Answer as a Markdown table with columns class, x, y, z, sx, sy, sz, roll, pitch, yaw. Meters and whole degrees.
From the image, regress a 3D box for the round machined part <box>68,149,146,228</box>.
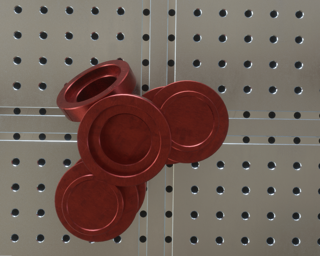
| class | x | y | z | sx | sy | sz | roll | pitch | yaw |
| --- | --- | --- | --- | --- | --- | --- | --- | --- | --- |
| round machined part | -0.067 | 0.075 | 0.384 | 0.099 | 0.042 | 0.097 | 0 | 90 | 0 |

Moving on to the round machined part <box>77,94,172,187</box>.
| class | x | y | z | sx | sy | sz | roll | pitch | yaw |
| --- | --- | --- | --- | --- | --- | --- | --- | --- | --- |
| round machined part | -0.036 | 0.011 | 0.341 | 0.098 | 0.042 | 0.097 | 0 | 98 | 3 |

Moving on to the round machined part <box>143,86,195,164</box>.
| class | x | y | z | sx | sy | sz | roll | pitch | yaw |
| --- | --- | --- | --- | --- | --- | --- | --- | --- | --- |
| round machined part | 0.010 | -0.003 | 0.384 | 0.099 | 0.042 | 0.097 | 0 | 90 | 0 |

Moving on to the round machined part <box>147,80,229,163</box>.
| class | x | y | z | sx | sy | sz | roll | pitch | yaw |
| --- | --- | --- | --- | --- | --- | --- | --- | --- | --- |
| round machined part | 0.032 | -0.007 | 0.362 | 0.099 | 0.042 | 0.097 | 0 | 89 | 0 |

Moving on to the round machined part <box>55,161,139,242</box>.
| class | x | y | z | sx | sy | sz | roll | pitch | yaw |
| --- | --- | --- | --- | --- | --- | --- | --- | --- | --- |
| round machined part | -0.074 | 0.085 | 0.362 | 0.099 | 0.042 | 0.097 | 0 | 90 | 0 |

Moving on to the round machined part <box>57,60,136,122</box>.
| class | x | y | z | sx | sy | sz | roll | pitch | yaw |
| --- | --- | --- | --- | --- | --- | --- | --- | --- | --- |
| round machined part | -0.074 | -0.040 | 0.385 | 0.098 | 0.098 | 0.042 | -27 | 125 | 0 |
